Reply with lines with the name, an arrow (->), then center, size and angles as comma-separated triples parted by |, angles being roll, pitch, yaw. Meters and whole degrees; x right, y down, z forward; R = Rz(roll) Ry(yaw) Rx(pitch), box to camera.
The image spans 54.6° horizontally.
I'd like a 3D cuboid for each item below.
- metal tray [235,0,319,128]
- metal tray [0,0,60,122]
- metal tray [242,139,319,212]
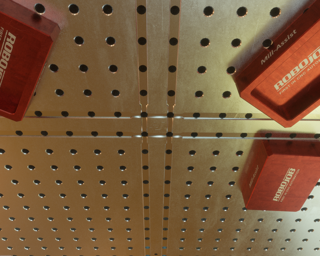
metal tray -> 0.164, -0.067, 0.352 | 0.090, 0.030, 0.129 | 29, 124, -23
metal tray -> -0.178, -0.074, 0.343 | 0.090, 0.030, 0.129 | 24, 126, -20
metal tray -> 0.188, 0.077, 0.475 | 0.091, 0.030, 0.129 | 3, 130, -3
